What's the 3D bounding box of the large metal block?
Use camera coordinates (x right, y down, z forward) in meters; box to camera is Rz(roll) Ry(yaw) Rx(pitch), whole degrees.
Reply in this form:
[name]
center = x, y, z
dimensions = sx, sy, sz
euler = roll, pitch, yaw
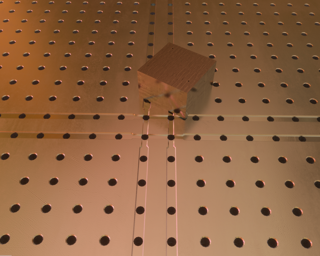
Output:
[large metal block]
center = 0.025, -0.071, 0.452
dimensions = 0.080, 0.050, 0.080
euler = 28, 55, 21
